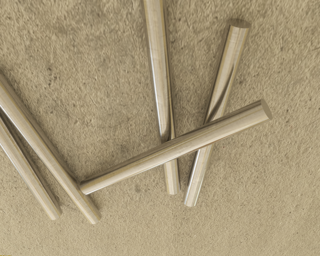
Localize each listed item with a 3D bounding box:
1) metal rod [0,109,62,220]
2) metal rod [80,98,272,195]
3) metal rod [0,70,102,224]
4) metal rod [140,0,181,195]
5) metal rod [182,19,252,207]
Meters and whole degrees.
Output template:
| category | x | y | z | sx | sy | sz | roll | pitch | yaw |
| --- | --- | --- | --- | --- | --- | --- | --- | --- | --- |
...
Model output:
| category | x | y | z | sx | sy | sz | roll | pitch | yaw |
| --- | --- | --- | --- | --- | --- | --- | --- | --- | --- |
| metal rod | -0.201 | 0.034 | 0.434 | 0.025 | 0.025 | 0.298 | -7 | 130 | 5 |
| metal rod | -0.001 | 0.036 | 0.406 | 0.299 | 0.025 | 0.025 | -26 | 126 | 32 |
| metal rod | -0.154 | 0.047 | 0.445 | 0.025 | 0.025 | 0.299 | -12 | 129 | 10 |
| metal rod | 0.006 | -0.018 | 0.391 | 0.025 | 0.025 | 0.298 | -4 | 130 | 3 |
| metal rod | 0.065 | 0.006 | 0.412 | 0.025 | 0.025 | 0.298 | 5 | 130 | -4 |
